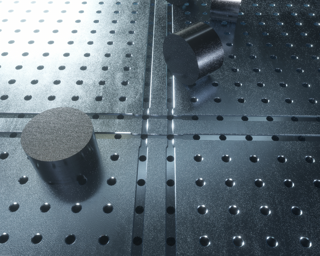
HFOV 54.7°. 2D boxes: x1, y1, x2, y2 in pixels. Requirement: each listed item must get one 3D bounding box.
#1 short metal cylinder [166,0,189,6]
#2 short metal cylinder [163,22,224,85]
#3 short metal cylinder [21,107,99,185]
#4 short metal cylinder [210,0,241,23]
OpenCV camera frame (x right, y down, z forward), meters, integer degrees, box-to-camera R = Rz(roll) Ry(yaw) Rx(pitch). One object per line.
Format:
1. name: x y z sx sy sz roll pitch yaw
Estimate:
1. short metal cylinder: 0.041 -0.295 0.620 0.080 0.080 0.050 28 55 21
2. short metal cylinder: 0.049 -0.112 0.466 0.050 0.080 0.080 -32 57 -24
3. short metal cylinder: -0.117 0.021 0.373 0.081 0.050 0.080 0 50 0
4. short metal cylinder: 0.125 -0.240 0.574 0.050 0.080 0.080 11 51 9
